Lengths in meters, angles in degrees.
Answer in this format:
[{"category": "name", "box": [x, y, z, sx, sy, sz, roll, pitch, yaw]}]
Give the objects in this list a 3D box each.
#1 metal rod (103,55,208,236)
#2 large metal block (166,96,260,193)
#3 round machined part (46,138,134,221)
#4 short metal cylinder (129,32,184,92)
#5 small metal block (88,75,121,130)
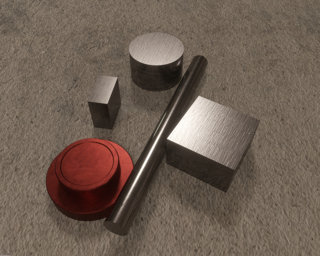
[{"category": "metal rod", "box": [0.011, -0.004, 0.393, 0.025, 0.025, 0.301, 16, 48, 13]}, {"category": "large metal block", "box": [0.063, 0.017, 0.373, 0.080, 0.050, 0.080, 25, 54, 19]}, {"category": "round machined part", "box": [-0.079, 0.050, 0.349, 0.099, 0.042, 0.098, 0, 50, 0]}, {"category": "short metal cylinder", "box": [-0.005, -0.101, 0.472, 0.081, 0.050, 0.080, 0, 50, 0]}, {"category": "small metal block", "box": [-0.073, -0.034, 0.415, 0.025, 0.050, 0.050, 7, 51, 6]}]
